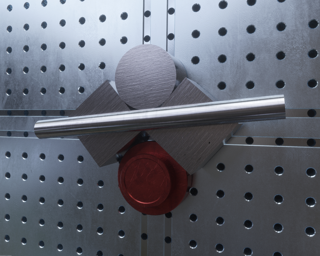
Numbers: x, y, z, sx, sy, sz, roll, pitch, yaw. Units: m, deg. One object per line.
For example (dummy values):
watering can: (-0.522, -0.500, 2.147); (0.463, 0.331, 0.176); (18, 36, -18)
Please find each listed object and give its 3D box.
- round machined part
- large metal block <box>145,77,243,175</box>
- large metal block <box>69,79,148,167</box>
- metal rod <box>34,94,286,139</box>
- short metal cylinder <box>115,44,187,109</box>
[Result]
round machined part: (-0.012, 0.065, 0.403); (0.098, 0.042, 0.097); (0, 90, 19)
large metal block: (0.041, -0.003, 0.378); (0.080, 0.050, 0.080); (44, 105, 14)
large metal block: (-0.064, -0.006, 0.418); (0.080, 0.050, 0.080); (-41, 79, 15)
metal rod: (-0.017, -0.009, 0.359); (0.301, 0.025, 0.025); (-5, 89, 20)
short metal cylinder: (-0.010, -0.062, 0.399); (0.080, 0.050, 0.079); (0, 90, 20)
